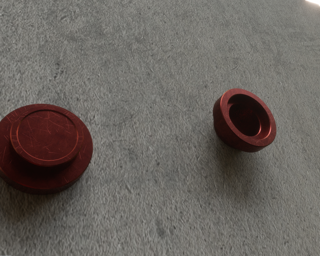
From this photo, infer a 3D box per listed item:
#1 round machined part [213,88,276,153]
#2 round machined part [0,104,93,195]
[{"bbox_3d":[0.120,-0.007,0.462,0.099,0.042,0.098,14,56,-21],"label":"round machined part"},{"bbox_3d":[-0.118,0.015,0.320,0.099,0.042,0.098,14,56,-21],"label":"round machined part"}]
